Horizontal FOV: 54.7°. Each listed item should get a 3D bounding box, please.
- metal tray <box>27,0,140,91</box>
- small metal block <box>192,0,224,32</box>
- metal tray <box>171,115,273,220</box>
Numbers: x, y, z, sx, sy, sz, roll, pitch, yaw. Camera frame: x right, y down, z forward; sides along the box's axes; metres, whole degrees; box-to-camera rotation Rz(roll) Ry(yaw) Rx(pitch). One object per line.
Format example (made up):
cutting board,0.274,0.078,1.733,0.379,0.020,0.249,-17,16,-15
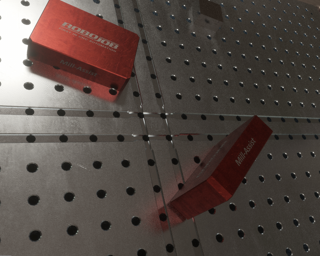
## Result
metal tray,-0.099,-0.114,0.422,0.131,0.030,0.090,19,54,-17
small metal block,0.091,-0.218,0.592,0.050,0.025,0.050,13,56,-22
metal tray,0.077,0.047,0.381,0.030,0.090,0.131,45,51,2
